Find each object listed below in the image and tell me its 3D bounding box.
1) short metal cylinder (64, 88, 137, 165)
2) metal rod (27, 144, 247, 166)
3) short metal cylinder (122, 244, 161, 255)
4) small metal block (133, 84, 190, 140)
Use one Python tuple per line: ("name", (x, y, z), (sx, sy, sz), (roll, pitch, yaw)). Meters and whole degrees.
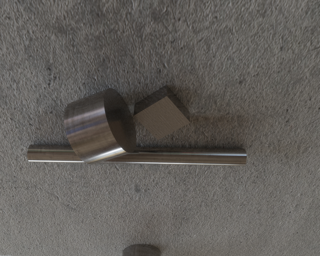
("short metal cylinder", (-0.068, -0.002, 0.369), (0.050, 0.080, 0.080), (-18, 128, 14))
("metal rod", (-0.031, 0.039, 0.439), (0.302, 0.025, 0.025), (1, 130, -2))
("short metal cylinder", (-0.038, 0.279, 0.628), (0.081, 0.050, 0.079), (0, 130, 0))
("small metal block", (0.003, -0.019, 0.391), (0.050, 0.025, 0.050), (-29, 125, 22))
